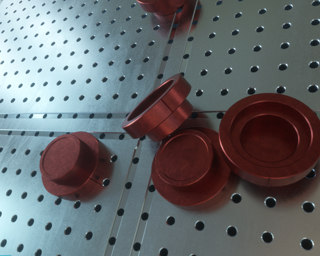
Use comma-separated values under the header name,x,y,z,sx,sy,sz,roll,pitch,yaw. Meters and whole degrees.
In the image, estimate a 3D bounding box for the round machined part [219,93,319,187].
name,x,y,z,sx,sy,sz,roll,pitch,yaw
round machined part,0.112,0.015,0.321,0.098,0.042,0.098,-6,57,10

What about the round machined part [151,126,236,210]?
name,x,y,z,sx,sy,sz,roll,pitch,yaw
round machined part,0.034,0.040,0.354,0.098,0.042,0.098,-13,56,20

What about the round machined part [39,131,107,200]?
name,x,y,z,sx,sy,sz,roll,pitch,yaw
round machined part,-0.127,0.047,0.433,0.098,0.042,0.098,-13,56,20

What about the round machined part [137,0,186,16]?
name,x,y,z,sx,sy,sz,roll,pitch,yaw
round machined part,0.009,-0.235,0.535,0.098,0.042,0.098,-13,56,20

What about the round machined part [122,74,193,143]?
name,x,y,z,sx,sy,sz,roll,pitch,yaw
round machined part,0.002,-0.020,0.387,0.098,0.042,0.098,-40,14,12
